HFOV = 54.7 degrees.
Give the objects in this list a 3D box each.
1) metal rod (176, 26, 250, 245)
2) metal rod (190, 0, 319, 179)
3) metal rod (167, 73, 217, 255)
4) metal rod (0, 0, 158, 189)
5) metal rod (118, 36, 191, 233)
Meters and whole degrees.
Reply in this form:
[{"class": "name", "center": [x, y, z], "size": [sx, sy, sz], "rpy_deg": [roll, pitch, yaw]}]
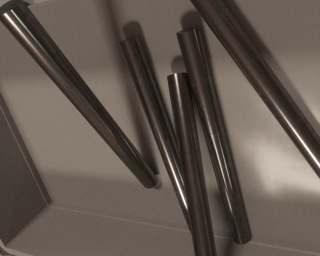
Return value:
[{"class": "metal rod", "center": [0.073, 0.027, 0.385], "size": [0.025, 0.025, 0.298], "rpy_deg": [-5, 116, 30]}, {"class": "metal rod", "center": [0.126, -0.026, 0.325], "size": [0.025, 0.025, 0.300], "rpy_deg": [-32, 101, 38]}, {"class": "metal rod", "center": [0.043, 0.086, 0.358], "size": [0.025, 0.025, 0.298], "rpy_deg": [-9, 89, 32]}, {"class": "metal rod", "center": [-0.070, -0.010, 0.361], "size": [0.025, 0.025, 0.299], "rpy_deg": [0, 143, 28]}, {"class": "metal rod", "center": [0.011, 0.026, 0.417], "size": [0.025, 0.025, 0.298], "rpy_deg": [-6, 116, 31]}]
